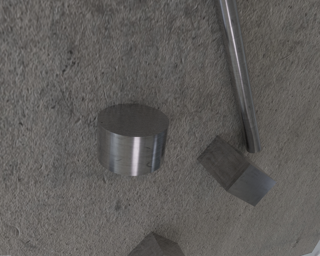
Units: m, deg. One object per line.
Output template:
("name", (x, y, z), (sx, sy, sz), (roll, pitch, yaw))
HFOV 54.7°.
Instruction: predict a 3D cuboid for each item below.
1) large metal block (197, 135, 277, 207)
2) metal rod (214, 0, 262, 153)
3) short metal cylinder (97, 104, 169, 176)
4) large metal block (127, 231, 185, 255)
("large metal block", (0.117, 0.065, 0.476), (0.080, 0.080, 0.050), (32, 100, -38))
("metal rod", (0.107, -0.075, 0.419), (0.025, 0.025, 0.299), (-31, 129, -9))
("short metal cylinder", (-0.032, 0.011, 0.361), (0.081, 0.080, 0.050), (-8, 122, -25))
("large metal block", (-0.008, 0.235, 0.532), (0.080, 0.050, 0.080), (-46, 129, 4))
